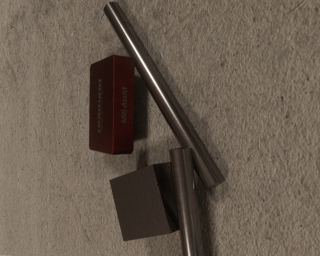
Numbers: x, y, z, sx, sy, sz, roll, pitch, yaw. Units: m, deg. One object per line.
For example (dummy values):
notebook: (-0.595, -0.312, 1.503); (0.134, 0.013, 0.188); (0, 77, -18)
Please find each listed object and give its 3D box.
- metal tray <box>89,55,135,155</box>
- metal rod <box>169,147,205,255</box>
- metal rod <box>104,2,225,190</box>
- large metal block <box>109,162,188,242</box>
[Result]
metal tray: (-0.071, -0.031, 0.440); (0.090, 0.030, 0.129); (2, 91, 58)
metal rod: (0.042, 0.171, 0.352); (0.025, 0.025, 0.298); (-7, 91, 39)
metal rod: (-0.005, -0.057, 0.406); (0.025, 0.025, 0.299); (-43, 64, 31)
large metal block: (-0.011, 0.093, 0.396); (0.080, 0.050, 0.080); (-25, 75, 37)
